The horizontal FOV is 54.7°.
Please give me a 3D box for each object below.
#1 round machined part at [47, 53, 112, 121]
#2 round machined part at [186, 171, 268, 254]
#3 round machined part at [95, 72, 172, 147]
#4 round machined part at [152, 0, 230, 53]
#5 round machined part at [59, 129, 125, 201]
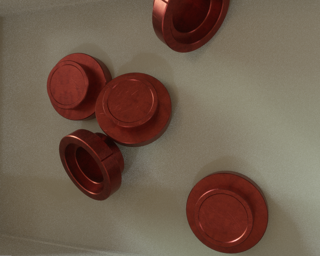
[{"bbox_3d":[-0.121,-0.059,0.444,0.098,0.042,0.097,0,90,20],"label":"round machined part"},{"bbox_3d":[0.079,0.103,0.374,0.098,0.042,0.097,0,90,20],"label":"round machined part"},{"bbox_3d":[-0.034,-0.028,0.396,0.099,0.042,0.098,-1,73,4],"label":"round machined part"},{"bbox_3d":[0.031,-0.142,0.364,0.098,0.098,0.042,-52,55,13],"label":"round machined part"},{"bbox_3d":[-0.087,0.045,0.417,0.098,0.042,0.097,22,128,31],"label":"round machined part"}]
